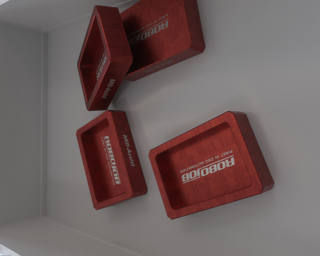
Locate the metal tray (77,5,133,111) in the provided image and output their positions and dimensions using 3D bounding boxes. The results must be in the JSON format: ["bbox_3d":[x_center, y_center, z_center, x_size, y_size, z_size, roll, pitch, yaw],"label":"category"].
[{"bbox_3d":[-0.083,-0.093,0.436,0.129,0.030,0.090,-48,53,53],"label":"metal tray"}]

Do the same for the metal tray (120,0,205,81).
[{"bbox_3d":[-0.009,-0.124,0.411,0.130,0.030,0.090,-15,81,39],"label":"metal tray"}]

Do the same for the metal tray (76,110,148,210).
[{"bbox_3d":[-0.076,0.048,0.466,0.090,0.030,0.129,-28,73,36],"label":"metal tray"}]

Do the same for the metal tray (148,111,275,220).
[{"bbox_3d":[0.052,0.046,0.360,0.130,0.030,0.090,-29,72,36],"label":"metal tray"}]
